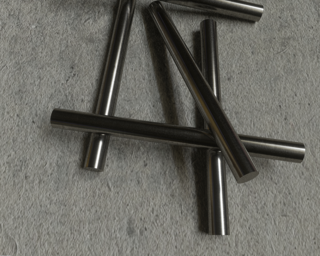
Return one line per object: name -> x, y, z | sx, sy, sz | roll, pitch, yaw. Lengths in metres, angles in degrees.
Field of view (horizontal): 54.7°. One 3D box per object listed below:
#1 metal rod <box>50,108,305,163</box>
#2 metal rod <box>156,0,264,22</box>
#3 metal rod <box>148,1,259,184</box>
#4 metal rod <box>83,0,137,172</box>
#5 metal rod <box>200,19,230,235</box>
metal rod -> 0.019, 0.009, 0.377 | 0.302, 0.025, 0.025 | 8, 70, 3
metal rod -> 0.005, -0.202, 0.461 | 0.302, 0.025, 0.025 | 10, 70, -5
metal rod -> 0.042, -0.067, 0.398 | 0.025, 0.025, 0.299 | -18, 58, -7
metal rod -> -0.064, -0.087, 0.439 | 0.025, 0.025, 0.299 | 7, 70, 2
metal rod -> 0.071, -0.015, 0.413 | 0.025, 0.025, 0.299 | 1, 70, 0
